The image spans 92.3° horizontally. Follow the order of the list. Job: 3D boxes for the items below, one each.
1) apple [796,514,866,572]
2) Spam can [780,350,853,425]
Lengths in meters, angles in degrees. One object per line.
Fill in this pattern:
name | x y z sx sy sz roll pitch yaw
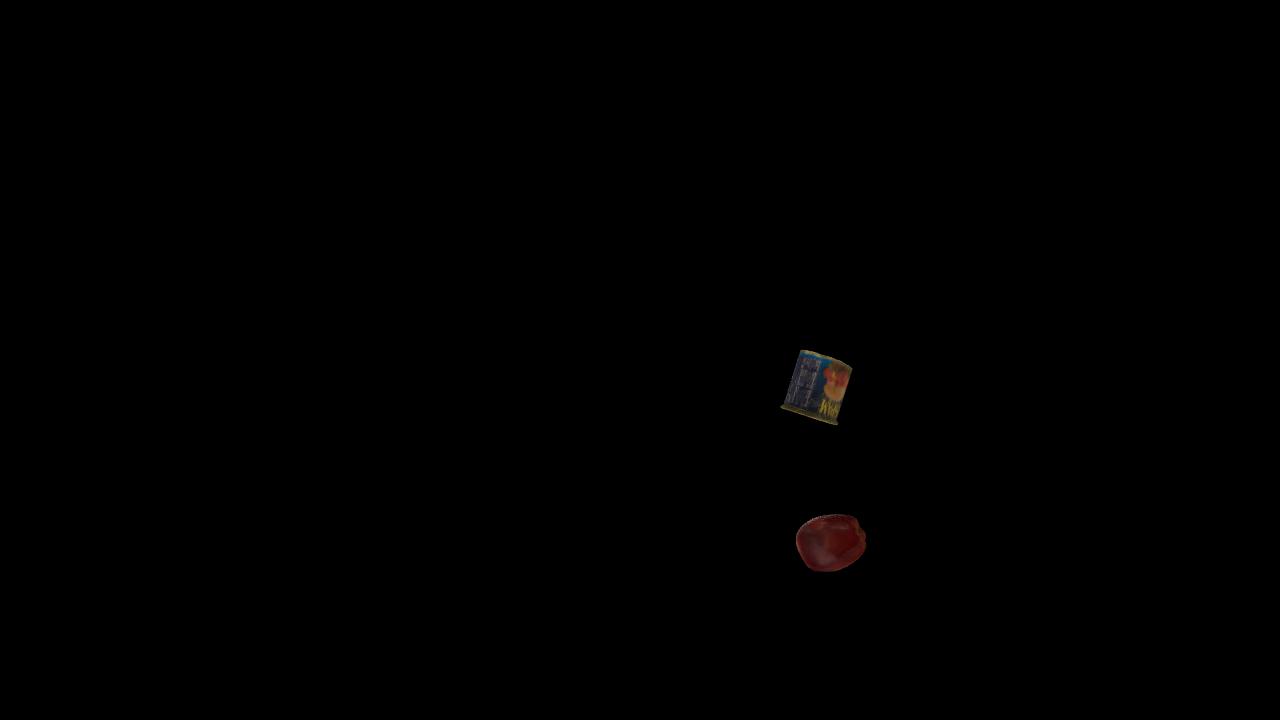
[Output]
apple | 0.261 0.251 0.849 0.093 0.079 0.079 -27 -14 29
Spam can | 0.245 0.038 0.847 0.058 0.085 0.101 17 -1 38
